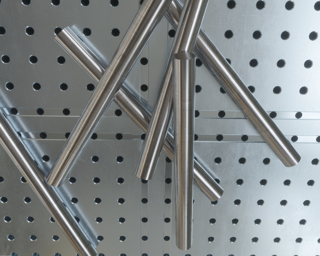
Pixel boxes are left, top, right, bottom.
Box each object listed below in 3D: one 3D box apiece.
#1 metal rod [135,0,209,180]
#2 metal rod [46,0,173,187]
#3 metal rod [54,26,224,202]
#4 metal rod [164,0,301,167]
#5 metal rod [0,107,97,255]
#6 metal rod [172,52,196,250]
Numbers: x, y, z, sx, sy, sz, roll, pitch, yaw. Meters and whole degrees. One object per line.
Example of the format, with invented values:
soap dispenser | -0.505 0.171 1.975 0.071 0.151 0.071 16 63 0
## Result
metal rod | 0.020 -0.073 0.358 0.025 0.025 0.298 15 109 -6
metal rod | -0.071 -0.035 0.374 0.025 0.025 0.298 30 117 -11
metal rod | -0.018 -0.008 0.409 0.025 0.025 0.300 -40 106 13
metal rod | 0.086 -0.061 0.391 0.025 0.025 0.300 -39 106 13
metal rod | -0.173 0.074 0.439 0.025 0.025 0.299 -24 109 8
metal rod | 0.031 0.052 0.403 0.025 0.025 0.298 -2 121 1
